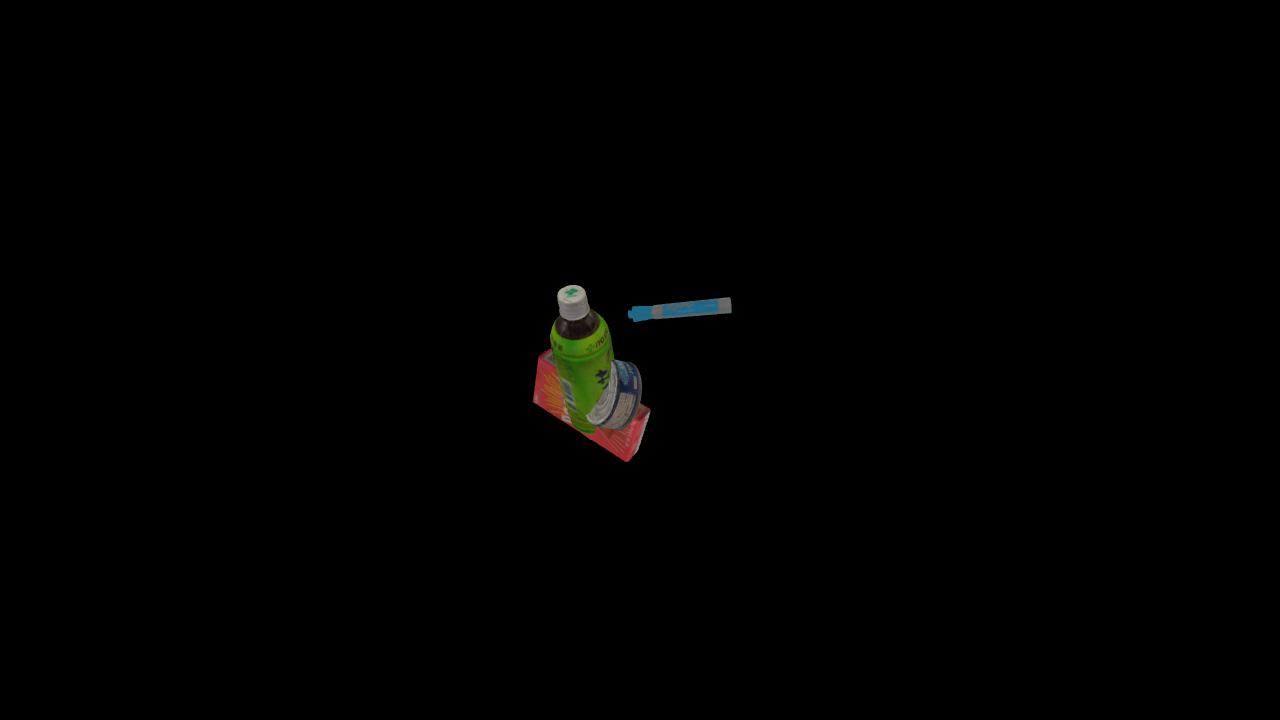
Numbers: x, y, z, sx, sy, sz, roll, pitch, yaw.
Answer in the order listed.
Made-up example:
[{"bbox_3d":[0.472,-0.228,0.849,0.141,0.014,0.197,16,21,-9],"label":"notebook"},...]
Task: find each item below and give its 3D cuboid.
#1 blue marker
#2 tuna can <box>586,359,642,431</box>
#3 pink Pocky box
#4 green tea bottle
[{"bbox_3d":[0.046,-0.059,0.720,0.121,0.020,0.020,-5,0,5],"label":"blue marker"},{"bbox_3d":[-0.034,0.040,0.734,0.034,0.084,0.084,14,-7,-31],"label":"tuna can"},{"bbox_3d":[-0.065,0.057,0.769,0.155,0.084,0.029,31,44,16],"label":"pink Pocky box"},{"bbox_3d":[-0.065,0.002,0.721,0.073,0.073,0.212,0,-41,7],"label":"green tea bottle"}]
